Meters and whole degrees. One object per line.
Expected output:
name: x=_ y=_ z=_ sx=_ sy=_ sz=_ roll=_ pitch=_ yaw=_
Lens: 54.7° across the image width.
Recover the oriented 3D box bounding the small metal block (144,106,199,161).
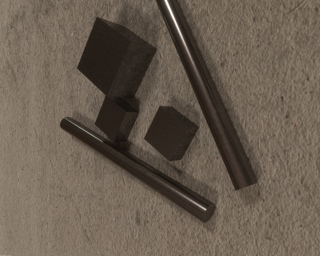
small metal block: x=0.014 y=0.006 z=0.392 sx=0.050 sy=0.025 sz=0.050 roll=40 pitch=114 yaw=32

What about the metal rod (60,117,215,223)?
metal rod: x=-0.052 y=0.045 z=0.445 sx=0.300 sy=0.025 sz=0.025 roll=26 pitch=106 yaw=36

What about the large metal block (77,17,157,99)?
large metal block: x=-0.063 y=-0.098 z=0.438 sx=0.080 sy=0.050 sz=0.079 roll=42 pitch=115 yaw=31

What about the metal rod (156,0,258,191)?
metal rod: x=0.042 y=-0.073 z=0.368 sx=0.025 sy=0.025 sz=0.299 roll=-32 pitch=70 yaw=35

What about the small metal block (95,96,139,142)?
small metal block: x=-0.064 y=-0.014 z=0.456 sx=0.050 sy=0.025 sz=0.050 roll=38 pitch=113 yaw=33
